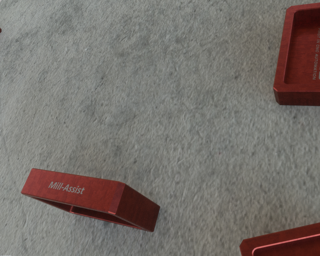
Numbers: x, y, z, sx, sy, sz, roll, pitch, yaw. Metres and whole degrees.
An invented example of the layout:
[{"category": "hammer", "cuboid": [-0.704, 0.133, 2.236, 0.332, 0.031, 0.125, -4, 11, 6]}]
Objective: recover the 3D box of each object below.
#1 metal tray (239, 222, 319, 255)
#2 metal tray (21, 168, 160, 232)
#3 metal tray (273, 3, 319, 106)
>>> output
[{"category": "metal tray", "cuboid": [0.125, 0.148, 0.243, 0.090, 0.030, 0.130, -19, 54, 16]}, {"category": "metal tray", "cuboid": [-0.077, 0.082, 0.350, 0.130, 0.090, 0.030, 3, 63, 29]}, {"category": "metal tray", "cuboid": [0.187, -0.088, 0.355, 0.090, 0.030, 0.130, 4, 63, 29]}]
